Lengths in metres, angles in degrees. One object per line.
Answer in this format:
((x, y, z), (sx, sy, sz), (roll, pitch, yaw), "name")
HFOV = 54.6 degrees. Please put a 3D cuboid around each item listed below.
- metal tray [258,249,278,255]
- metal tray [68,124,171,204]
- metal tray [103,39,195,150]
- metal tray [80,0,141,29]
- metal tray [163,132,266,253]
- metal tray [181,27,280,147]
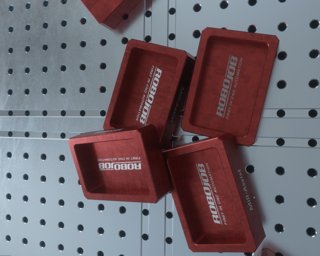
((0.154, 0.216, 0.355), (0.130, 0.030, 0.090), (32, 100, 17), "metal tray")
((-0.055, 0.047, 0.400), (0.130, 0.030, 0.090), (-7, 101, 36), "metal tray")
((-0.016, -0.043, 0.409), (0.090, 0.030, 0.129), (20, 97, 26), "metal tray")
((-0.083, -0.219, 0.440), (0.090, 0.030, 0.130), (-41, 77, 15), "metal tray")
((0.060, 0.079, 0.368), (0.090, 0.030, 0.129), (-18, 89, 37), "metal tray")
((0.085, -0.050, 0.380), (0.090, 0.030, 0.129), (14, 95, 19), "metal tray")
